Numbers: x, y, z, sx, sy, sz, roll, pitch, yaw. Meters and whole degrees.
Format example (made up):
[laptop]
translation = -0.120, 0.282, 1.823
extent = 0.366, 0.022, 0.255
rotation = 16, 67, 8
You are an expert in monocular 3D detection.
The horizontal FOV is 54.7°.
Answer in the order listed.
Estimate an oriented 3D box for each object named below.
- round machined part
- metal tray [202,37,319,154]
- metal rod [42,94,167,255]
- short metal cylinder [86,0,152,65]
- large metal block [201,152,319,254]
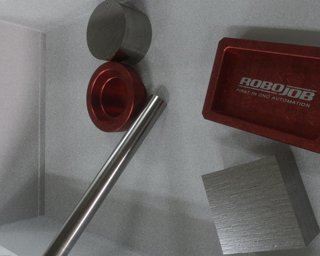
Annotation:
[round machined part]
translation = -0.058, -0.043, 0.441
extent = 0.098, 0.042, 0.097
rotation = 0, 90, 39
[metal tray]
translation = 0.112, -0.037, 0.309
extent = 0.130, 0.030, 0.089
rotation = 20, 102, 38
[metal rod]
translation = -0.082, 0.086, 0.383
extent = 0.025, 0.025, 0.300
rotation = 26, 78, 37
[short metal cylinder]
translation = -0.058, -0.132, 0.436
extent = 0.080, 0.050, 0.079
rotation = 0, 90, 39
[large metal block]
translation = 0.098, 0.074, 0.309
extent = 0.080, 0.050, 0.080
rotation = -24, 75, 37
